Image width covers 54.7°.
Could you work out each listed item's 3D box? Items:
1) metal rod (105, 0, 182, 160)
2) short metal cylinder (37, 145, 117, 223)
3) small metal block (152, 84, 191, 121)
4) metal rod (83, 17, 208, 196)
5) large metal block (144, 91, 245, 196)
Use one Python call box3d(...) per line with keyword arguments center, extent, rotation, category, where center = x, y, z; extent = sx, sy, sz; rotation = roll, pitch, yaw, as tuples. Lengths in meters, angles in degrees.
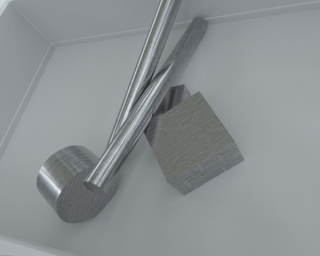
box3d(center=(-0.011, -0.095, 0.390), extent=(0.025, 0.025, 0.298), rotation=(29, 102, 37), category="metal rod")
box3d(center=(-0.101, 0.068, 0.380), extent=(0.050, 0.080, 0.080), rotation=(32, 79, 37), category="short metal cylinder")
box3d(center=(0.013, -0.026, 0.414), extent=(0.050, 0.025, 0.050), rotation=(-10, 57, 22), category="small metal block")
box3d(center=(-0.002, -0.049, 0.388), extent=(0.025, 0.025, 0.301), rotation=(7, 50, 31), category="metal rod")
box3d(center=(0.037, 0.018, 0.359), extent=(0.080, 0.050, 0.080), rotation=(-33, 52, 6), category="large metal block")
